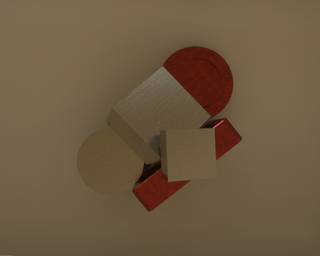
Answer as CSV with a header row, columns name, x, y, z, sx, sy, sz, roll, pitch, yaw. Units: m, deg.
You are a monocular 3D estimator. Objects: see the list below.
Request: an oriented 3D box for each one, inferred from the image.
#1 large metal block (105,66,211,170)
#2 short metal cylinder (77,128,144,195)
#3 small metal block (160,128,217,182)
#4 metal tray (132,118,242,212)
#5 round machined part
name,x,y,z,sx,sy,sz,roll,pitch,yaw
large metal block,-0.003,-0.010,0.362,0.080,0.050,0.080,46,65,0
short metal cylinder,-0.060,0.040,0.396,0.081,0.050,0.079,0,90,-1
small metal block,0.028,0.026,0.315,0.050,0.025,0.050,-2,89,-14
metal tray,0.030,0.040,0.377,0.130,0.090,0.030,-38,90,-1
round machined part,0.046,-0.058,0.402,0.099,0.042,0.097,0,90,-1
